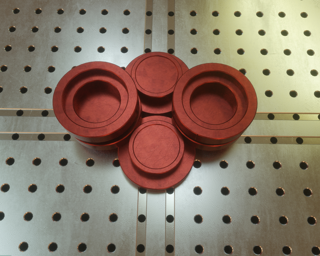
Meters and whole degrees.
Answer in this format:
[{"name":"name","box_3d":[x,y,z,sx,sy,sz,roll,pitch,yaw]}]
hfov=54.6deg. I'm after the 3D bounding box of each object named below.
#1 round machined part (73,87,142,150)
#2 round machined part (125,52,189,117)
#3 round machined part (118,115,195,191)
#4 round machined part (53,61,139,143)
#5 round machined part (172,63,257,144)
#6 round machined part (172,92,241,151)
[{"name":"round machined part","box_3d":[-0.072,-0.017,0.408,0.099,0.042,0.098,0,70,0]},{"name":"round machined part","box_3d":[-0.004,-0.064,0.426,0.099,0.042,0.098,0,70,0]},{"name":"round machined part","box_3d":[-0.004,0.029,0.392,0.099,0.042,0.098,0,70,0]},{"name":"round machined part","box_3d":[-0.075,-0.028,0.378,0.099,0.042,0.098,0,70,0]},{"name":"round machined part","box_3d":[0.064,-0.026,0.378,0.099,0.042,0.098,0,70,0]},{"name":"round machined part","box_3d":[0.064,-0.017,0.409,0.099,0.042,0.098,0,70,0]}]
